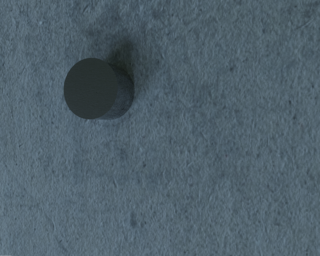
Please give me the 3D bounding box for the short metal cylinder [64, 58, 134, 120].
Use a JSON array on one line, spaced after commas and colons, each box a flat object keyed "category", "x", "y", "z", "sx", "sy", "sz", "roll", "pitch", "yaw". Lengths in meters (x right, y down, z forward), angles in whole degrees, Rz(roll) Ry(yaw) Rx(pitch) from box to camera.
[{"category": "short metal cylinder", "x": -0.082, "y": -0.051, "z": 0.423, "sx": 0.080, "sy": 0.050, "sz": 0.079, "roll": 0, "pitch": 90, "yaw": 19}]
